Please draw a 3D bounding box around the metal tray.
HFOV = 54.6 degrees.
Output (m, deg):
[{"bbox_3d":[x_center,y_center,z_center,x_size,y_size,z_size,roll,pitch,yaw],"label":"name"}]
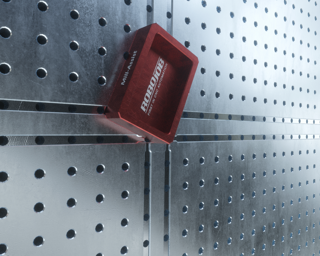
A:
[{"bbox_3d":[-0.005,-0.055,0.399,0.090,0.030,0.130,30,72,-36],"label":"metal tray"}]
